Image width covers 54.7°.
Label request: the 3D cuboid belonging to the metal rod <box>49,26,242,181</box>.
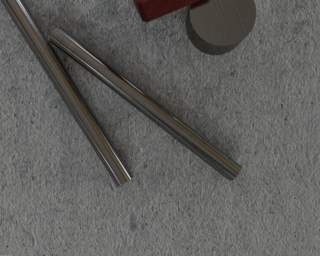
[{"bbox_3d":[-0.019,-0.031,0.409,0.300,0.025,0.025,38,90,0],"label":"metal rod"}]

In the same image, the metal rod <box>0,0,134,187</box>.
[{"bbox_3d":[-0.125,-0.056,0.408,0.025,0.025,0.299,-32,90,0],"label":"metal rod"}]

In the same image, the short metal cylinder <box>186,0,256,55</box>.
[{"bbox_3d":[0.076,-0.139,0.398,0.081,0.050,0.080,0,90,0],"label":"short metal cylinder"}]

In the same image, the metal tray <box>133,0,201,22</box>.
[{"bbox_3d":[-0.002,-0.198,0.379,0.090,0.030,0.130,-23,63,0],"label":"metal tray"}]
